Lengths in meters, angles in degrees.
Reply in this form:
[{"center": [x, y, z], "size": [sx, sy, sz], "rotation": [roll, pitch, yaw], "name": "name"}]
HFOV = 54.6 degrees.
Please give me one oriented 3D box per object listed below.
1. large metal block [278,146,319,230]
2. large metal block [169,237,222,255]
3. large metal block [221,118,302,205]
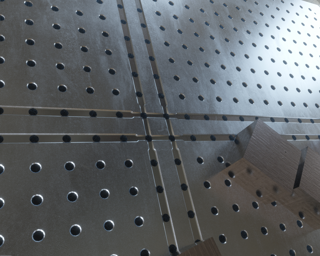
[{"center": [0.224, 0.088, 0.458], "size": [0.080, 0.050, 0.080], "rotation": [38, 51, -3], "name": "large metal block"}, {"center": [0.028, 0.166, 0.305], "size": [0.081, 0.050, 0.080], "rotation": [-13, 69, -33], "name": "large metal block"}, {"center": [0.145, 0.047, 0.441], "size": [0.080, 0.050, 0.080], "rotation": [37, 51, -3], "name": "large metal block"}]
